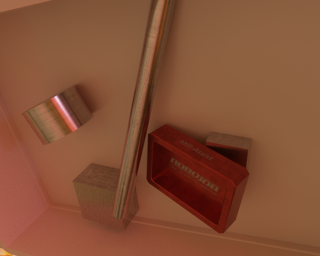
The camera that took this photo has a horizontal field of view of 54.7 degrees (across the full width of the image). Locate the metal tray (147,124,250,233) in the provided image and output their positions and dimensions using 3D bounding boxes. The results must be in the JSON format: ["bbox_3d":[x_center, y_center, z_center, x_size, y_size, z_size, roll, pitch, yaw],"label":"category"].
[{"bbox_3d":[0.040,0.062,0.393,0.130,0.030,0.089,30,133,32],"label":"metal tray"}]

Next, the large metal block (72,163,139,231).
[{"bbox_3d":[-0.086,0.110,0.504,0.080,0.050,0.079,8,122,23],"label":"large metal block"}]

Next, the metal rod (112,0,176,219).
[{"bbox_3d":[-0.027,-0.006,0.387,0.025,0.025,0.298,21,117,15],"label":"metal rod"}]

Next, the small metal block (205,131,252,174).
[{"bbox_3d":[0.084,0.036,0.386,0.050,0.025,0.050,10,123,22],"label":"small metal block"}]

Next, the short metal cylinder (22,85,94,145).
[{"bbox_3d":[-0.142,-0.019,0.434,0.080,0.080,0.050,-17,110,34],"label":"short metal cylinder"}]
